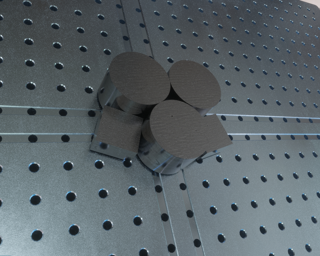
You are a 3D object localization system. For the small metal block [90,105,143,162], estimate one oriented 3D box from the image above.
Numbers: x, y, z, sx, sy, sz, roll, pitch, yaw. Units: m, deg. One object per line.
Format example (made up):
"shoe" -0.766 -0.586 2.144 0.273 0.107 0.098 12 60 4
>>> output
"small metal block" -0.051 0.007 0.372 0.050 0.025 0.050 19 54 -17

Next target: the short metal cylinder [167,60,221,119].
"short metal cylinder" 0.038 -0.049 0.438 0.081 0.050 0.080 14 56 -21

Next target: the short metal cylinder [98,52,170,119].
"short metal cylinder" -0.034 -0.051 0.401 0.081 0.050 0.080 14 56 -21

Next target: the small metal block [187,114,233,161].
"small metal block" 0.065 0.012 0.432 0.050 0.025 0.050 -15 70 -34

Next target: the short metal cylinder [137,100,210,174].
"short metal cylinder" 0.014 0.012 0.388 0.081 0.050 0.080 14 56 -21
